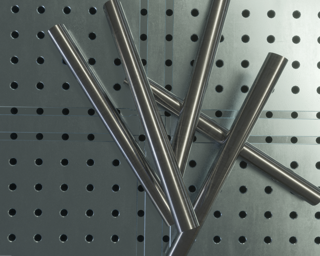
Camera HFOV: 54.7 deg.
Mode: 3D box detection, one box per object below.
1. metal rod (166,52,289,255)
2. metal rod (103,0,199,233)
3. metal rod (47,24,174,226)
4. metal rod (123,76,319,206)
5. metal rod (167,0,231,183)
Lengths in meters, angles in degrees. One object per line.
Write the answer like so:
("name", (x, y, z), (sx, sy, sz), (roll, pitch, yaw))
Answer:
("metal rod", (0.079, 0.048, 0.393), (0.025, 0.025, 0.298), (25, 98, -1))
("metal rod", (-0.016, -0.027, 0.374), (0.025, 0.025, 0.299), (-19, 75, 0))
("metal rod", (-0.059, -0.003, 0.412), (0.025, 0.025, 0.299), (-32, 90, 0))
("metal rod", (0.084, 0.012, 0.414), (0.301, 0.025, 0.025), (33, 90, -1))
("metal rod", (0.053, -0.074, 0.395), (0.025, 0.025, 0.299), (16, 82, -1))
